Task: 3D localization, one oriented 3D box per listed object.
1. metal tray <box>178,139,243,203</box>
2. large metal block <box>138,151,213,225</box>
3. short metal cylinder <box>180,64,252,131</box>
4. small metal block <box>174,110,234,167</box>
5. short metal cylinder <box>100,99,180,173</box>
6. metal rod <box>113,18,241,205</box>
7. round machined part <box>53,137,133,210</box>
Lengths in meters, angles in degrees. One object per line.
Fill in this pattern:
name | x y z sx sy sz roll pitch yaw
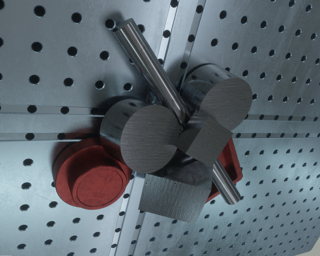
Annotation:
metal tray | 0.072 0.054 0.476 0.090 0.030 0.130 -32 129 -8
large metal block | 0.020 0.077 0.415 0.080 0.050 0.079 14 132 1
short metal cylinder | 0.073 -0.037 0.408 0.081 0.050 0.079 -14 124 -21
small metal block | 0.053 0.013 0.376 0.050 0.025 0.050 30 94 -38
short metal cylinder | -0.024 0.008 0.368 0.081 0.050 0.079 -10 108 -34
metal rod | 0.036 0.000 0.394 0.025 0.025 0.299 -37 120 -4
round machined part | -0.080 0.064 0.390 0.099 0.042 0.097 -14 124 -21
